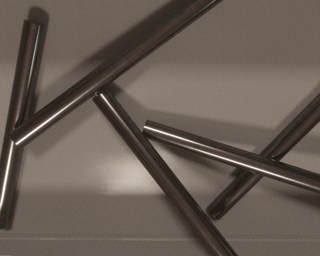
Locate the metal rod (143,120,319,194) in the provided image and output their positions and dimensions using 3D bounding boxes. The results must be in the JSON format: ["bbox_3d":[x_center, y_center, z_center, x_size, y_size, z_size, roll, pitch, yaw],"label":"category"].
[{"bbox_3d":[0.123,0.046,0.406,0.302,0.025,0.025,18,109,2],"label":"metal rod"}]

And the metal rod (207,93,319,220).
[{"bbox_3d":[0.172,0.016,0.419,0.025,0.025,0.299,37,106,-13],"label":"metal rod"}]

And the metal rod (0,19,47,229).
[{"bbox_3d":[-0.193,0.009,0.411,0.025,0.025,0.298,17,109,-7],"label":"metal rod"}]

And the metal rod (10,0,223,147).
[{"bbox_3d":[-0.057,-0.071,0.373,0.300,0.025,0.025,-35,107,7],"label":"metal rod"}]

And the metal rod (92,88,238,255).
[{"bbox_3d":[0.016,0.075,0.396,0.025,0.025,0.300,-38,90,12],"label":"metal rod"}]
